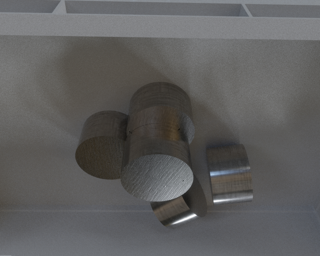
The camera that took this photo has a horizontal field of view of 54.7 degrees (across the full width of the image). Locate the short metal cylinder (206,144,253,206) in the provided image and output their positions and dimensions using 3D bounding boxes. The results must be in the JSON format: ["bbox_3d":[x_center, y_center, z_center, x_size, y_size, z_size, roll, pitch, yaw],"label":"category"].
[{"bbox_3d":[0.094,0.065,0.430,0.050,0.080,0.080,-8,130,6],"label":"short metal cylinder"}]

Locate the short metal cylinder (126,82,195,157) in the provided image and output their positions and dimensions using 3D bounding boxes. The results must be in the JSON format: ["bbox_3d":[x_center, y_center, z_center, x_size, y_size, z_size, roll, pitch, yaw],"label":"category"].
[{"bbox_3d":[0.001,-0.010,0.384,0.081,0.050,0.079,-1,130,0],"label":"short metal cylinder"}]

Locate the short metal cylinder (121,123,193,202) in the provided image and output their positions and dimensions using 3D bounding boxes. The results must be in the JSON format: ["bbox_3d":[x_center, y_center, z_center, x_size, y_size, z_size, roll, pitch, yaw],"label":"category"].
[{"bbox_3d":[-0.004,0.041,0.362,0.081,0.050,0.079,-1,130,-1],"label":"short metal cylinder"}]

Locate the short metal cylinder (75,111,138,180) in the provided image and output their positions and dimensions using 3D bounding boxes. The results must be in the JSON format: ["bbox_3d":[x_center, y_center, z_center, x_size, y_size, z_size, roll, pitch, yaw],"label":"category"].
[{"bbox_3d":[-0.067,0.023,0.412,0.081,0.050,0.079,0,130,0],"label":"short metal cylinder"}]

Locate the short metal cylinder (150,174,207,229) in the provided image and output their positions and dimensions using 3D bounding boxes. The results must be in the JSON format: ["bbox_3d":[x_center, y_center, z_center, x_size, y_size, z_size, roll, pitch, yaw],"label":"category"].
[{"bbox_3d":[0.027,0.103,0.461,0.050,0.080,0.080,-30,124,23],"label":"short metal cylinder"}]
